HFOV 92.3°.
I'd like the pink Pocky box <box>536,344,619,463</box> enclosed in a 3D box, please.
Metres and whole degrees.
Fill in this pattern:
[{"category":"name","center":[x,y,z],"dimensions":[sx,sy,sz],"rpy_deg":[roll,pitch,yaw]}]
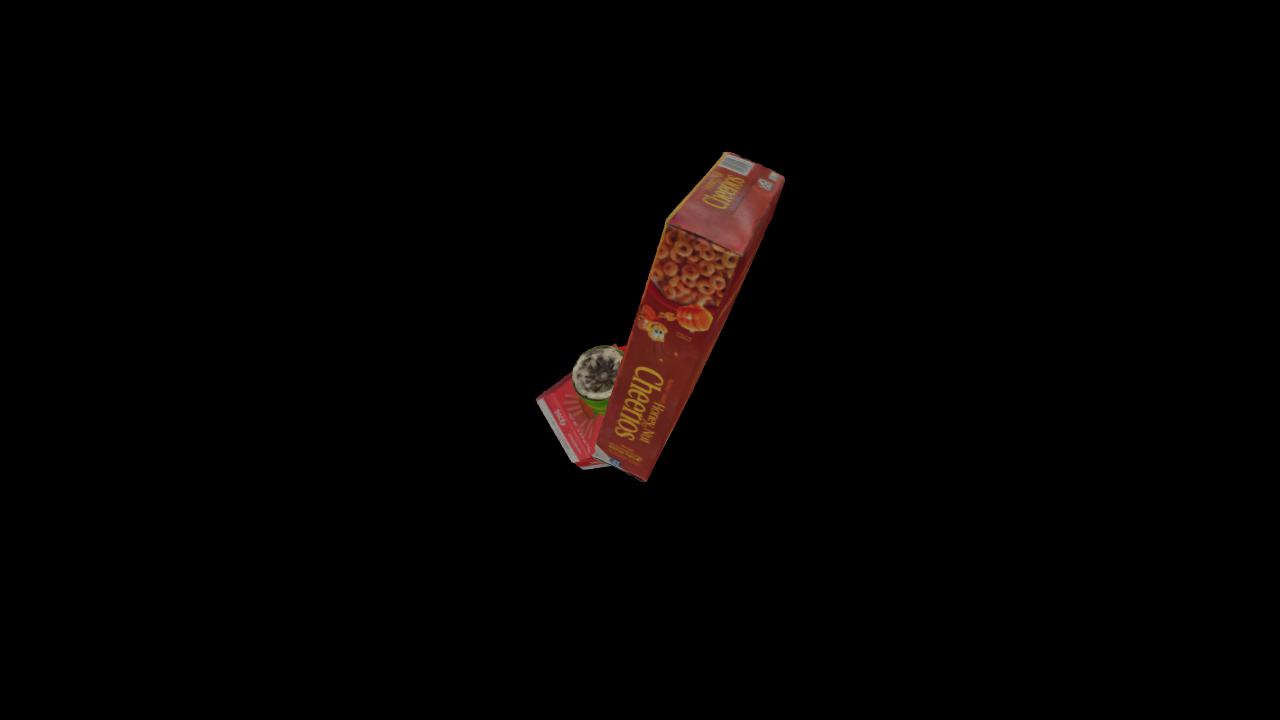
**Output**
[{"category":"pink Pocky box","center":[-0.052,0.046,0.722],"dimensions":[0.029,0.084,0.155],"rpy_deg":[-22,11,32]}]

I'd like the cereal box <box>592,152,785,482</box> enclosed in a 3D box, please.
[{"category":"cereal box","center":[0.046,-0.041,0.656],"dimensions":[0.081,0.306,0.203],"rpy_deg":[25,41,6]}]

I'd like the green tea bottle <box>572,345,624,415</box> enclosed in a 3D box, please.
[{"category":"green tea bottle","center":[-0.015,0.054,0.754],"dimensions":[0.073,0.073,0.212],"rpy_deg":[0,-22,18]}]

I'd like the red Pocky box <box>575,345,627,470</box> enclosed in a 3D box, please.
[{"category":"red Pocky box","center":[-0.039,0.056,0.765],"dimensions":[0.083,0.155,0.028],"rpy_deg":[-13,-34,19]}]
